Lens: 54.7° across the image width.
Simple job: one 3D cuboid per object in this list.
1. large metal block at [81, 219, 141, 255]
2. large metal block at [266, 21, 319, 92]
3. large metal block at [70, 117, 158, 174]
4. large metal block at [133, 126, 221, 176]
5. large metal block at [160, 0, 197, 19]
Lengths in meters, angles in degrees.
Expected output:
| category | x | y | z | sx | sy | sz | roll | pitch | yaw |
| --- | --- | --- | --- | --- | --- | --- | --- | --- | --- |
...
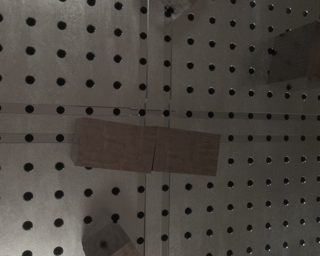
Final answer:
| category | x | y | z | sx | sy | sz | roll | pitch | yaw |
| --- | --- | --- | --- | --- | --- | --- | --- | --- | --- |
| large metal block | -0.046 | 0.167 | 0.368 | 0.050 | 0.080 | 0.080 | -32 | 101 | -17 |
| large metal block | 0.214 | -0.102 | 0.464 | 0.050 | 0.080 | 0.080 | 13 | 86 | -20 |
| large metal block | -0.057 | 0.019 | 0.363 | 0.081 | 0.080 | 0.050 | 9 | 87 | -20 |
| large metal block | 0.018 | 0.027 | 0.391 | 0.081 | 0.080 | 0.050 | 8 | 88 | -20 |
| large metal block | 0.028 | -0.210 | 0.410 | 0.080 | 0.050 | 0.080 | 41 | 77 | -16 |
